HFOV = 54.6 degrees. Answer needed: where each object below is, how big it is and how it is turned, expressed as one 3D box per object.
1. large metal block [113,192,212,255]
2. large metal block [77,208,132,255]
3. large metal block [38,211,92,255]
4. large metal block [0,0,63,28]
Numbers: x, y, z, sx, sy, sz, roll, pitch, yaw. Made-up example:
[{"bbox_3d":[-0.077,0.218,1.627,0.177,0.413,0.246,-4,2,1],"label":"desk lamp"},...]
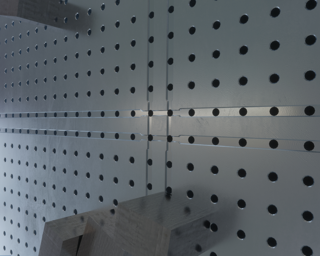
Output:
[{"bbox_3d":[0.003,0.120,0.372,0.080,0.081,0.050,15,99,39],"label":"large metal block"},{"bbox_3d":[-0.071,0.179,0.453,0.080,0.050,0.080,30,109,36],"label":"large metal block"},{"bbox_3d":[-0.139,0.188,0.490,0.050,0.081,0.080,25,106,37],"label":"large metal block"},{"bbox_3d":[-0.240,-0.223,0.574,0.080,0.081,0.050,19,102,38],"label":"large metal block"}]
